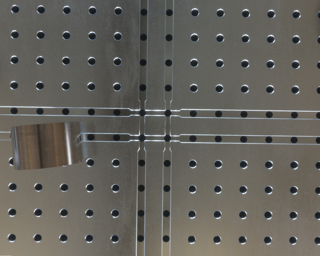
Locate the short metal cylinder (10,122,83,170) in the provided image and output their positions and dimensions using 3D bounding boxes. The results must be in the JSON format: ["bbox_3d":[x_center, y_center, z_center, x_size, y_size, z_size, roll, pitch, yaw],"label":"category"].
[{"bbox_3d":[-0.139,0.021,0.384,0.081,0.080,0.050,-5,90,-1],"label":"short metal cylinder"}]
